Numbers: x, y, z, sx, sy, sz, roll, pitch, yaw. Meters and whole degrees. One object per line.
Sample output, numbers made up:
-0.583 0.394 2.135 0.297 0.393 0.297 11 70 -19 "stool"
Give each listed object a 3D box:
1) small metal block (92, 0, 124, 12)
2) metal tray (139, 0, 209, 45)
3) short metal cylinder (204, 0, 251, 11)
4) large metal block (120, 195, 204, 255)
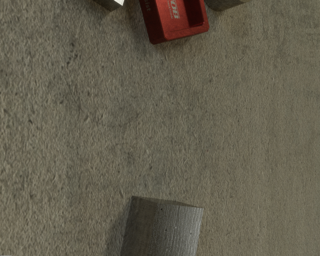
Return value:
-0.063 -0.170 0.351 0.050 0.025 0.050 22 76 -38 "small metal block"
0.013 -0.185 0.411 0.091 0.030 0.129 -25 106 -37 "metal tray"
0.104 -0.226 0.475 0.081 0.050 0.080 0 90 -40 "short metal cylinder"
0.003 0.134 0.391 0.080 0.050 0.080 18 79 -39 "large metal block"
